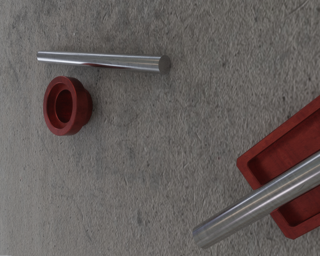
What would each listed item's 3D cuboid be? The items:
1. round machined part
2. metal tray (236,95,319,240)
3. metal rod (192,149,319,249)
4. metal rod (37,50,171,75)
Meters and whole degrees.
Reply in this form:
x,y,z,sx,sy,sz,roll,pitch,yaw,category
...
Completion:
x,y,z,sx,sy,sz,roll,pitch,yaw,category
-0.150,-0.036,0.518,0.098,0.042,0.097,0,90,40,round machined part
0.146,0.030,0.281,0.129,0.030,0.090,-45,63,30,metal tray
0.137,0.028,0.252,0.299,0.025,0.025,-43,64,31,metal rod
-0.108,-0.108,0.493,0.300,0.025,0.025,13,99,39,metal rod
